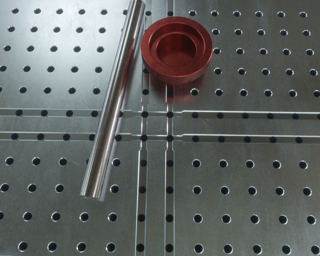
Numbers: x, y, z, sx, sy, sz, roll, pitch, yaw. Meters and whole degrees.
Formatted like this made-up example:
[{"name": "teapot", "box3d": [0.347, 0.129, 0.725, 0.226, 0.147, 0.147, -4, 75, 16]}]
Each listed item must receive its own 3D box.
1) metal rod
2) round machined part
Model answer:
[{"name": "metal rod", "box3d": [-0.061, -0.053, 0.430, 0.025, 0.025, 0.299, 9, 70, 3]}, {"name": "round machined part", "box3d": [0.023, -0.106, 0.441, 0.099, 0.042, 0.098, 0, 70, 0]}]
